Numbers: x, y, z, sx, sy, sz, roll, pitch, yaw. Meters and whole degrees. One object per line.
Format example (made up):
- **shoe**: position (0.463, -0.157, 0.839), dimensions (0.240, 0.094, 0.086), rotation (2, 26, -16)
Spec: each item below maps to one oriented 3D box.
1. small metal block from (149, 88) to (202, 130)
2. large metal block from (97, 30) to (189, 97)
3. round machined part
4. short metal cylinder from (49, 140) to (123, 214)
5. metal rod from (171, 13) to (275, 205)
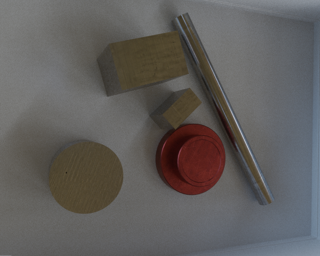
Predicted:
- **small metal block**: position (0.019, -0.024, 0.405), dimensions (0.050, 0.050, 0.025), rotation (-45, 105, -15)
- **large metal block**: position (-0.024, -0.075, 0.373), dimensions (0.081, 0.080, 0.050), rotation (-17, 96, -20)
- **round machined part**: position (0.047, 0.043, 0.420), dimensions (0.099, 0.042, 0.097), rotation (0, 90, -21)
- **short metal cylinder**: position (-0.089, 0.055, 0.365), dimensions (0.081, 0.050, 0.079), rotation (0, 90, -21)
- **metal rod**: position (0.094, -0.020, 0.446), dimensions (0.025, 0.025, 0.299), rotation (-31, 100, -18)
